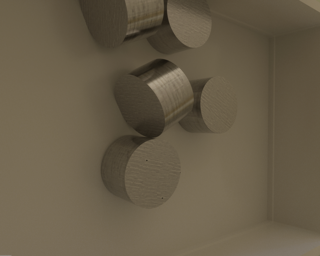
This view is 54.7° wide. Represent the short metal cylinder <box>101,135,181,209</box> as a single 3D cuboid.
[{"bbox_3d":[-0.022,0.050,0.371,0.081,0.050,0.079,-4,97,-39],"label":"short metal cylinder"}]

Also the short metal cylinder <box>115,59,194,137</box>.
[{"bbox_3d":[-0.007,-0.035,0.366,0.050,0.080,0.080,-35,112,-35],"label":"short metal cylinder"}]

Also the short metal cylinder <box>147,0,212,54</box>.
[{"bbox_3d":[0.023,-0.142,0.411,0.081,0.050,0.079,0,90,-40],"label":"short metal cylinder"}]

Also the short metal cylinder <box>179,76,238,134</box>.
[{"bbox_3d":[0.067,-0.032,0.449,0.081,0.050,0.079,0,90,-40],"label":"short metal cylinder"}]

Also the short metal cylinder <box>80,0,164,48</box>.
[{"bbox_3d":[-0.042,-0.133,0.337,0.050,0.080,0.080,-30,109,-36],"label":"short metal cylinder"}]
